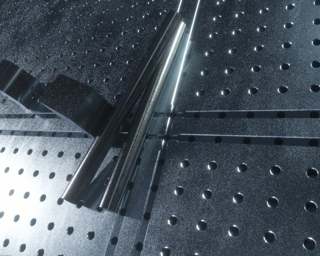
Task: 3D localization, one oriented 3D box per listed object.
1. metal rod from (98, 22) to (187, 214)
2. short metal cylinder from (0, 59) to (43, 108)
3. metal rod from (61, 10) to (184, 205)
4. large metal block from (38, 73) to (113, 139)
[{"bbox_3d":[-0.017,-0.030,0.435,0.025,0.025,0.300,6,65,31],"label":"metal rod"},{"bbox_3d":[-0.262,-0.079,0.559,0.080,0.080,0.050,21,73,36],"label":"short metal cylinder"},{"bbox_3d":[-0.048,-0.034,0.432,0.025,0.025,0.299,23,81,36],"label":"metal rod"},{"bbox_3d":[-0.111,-0.026,0.448,0.080,0.080,0.050,25,75,36],"label":"large metal block"}]
